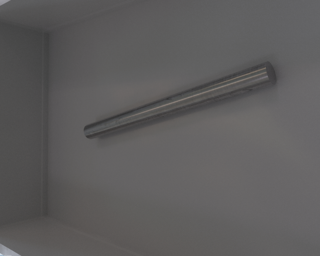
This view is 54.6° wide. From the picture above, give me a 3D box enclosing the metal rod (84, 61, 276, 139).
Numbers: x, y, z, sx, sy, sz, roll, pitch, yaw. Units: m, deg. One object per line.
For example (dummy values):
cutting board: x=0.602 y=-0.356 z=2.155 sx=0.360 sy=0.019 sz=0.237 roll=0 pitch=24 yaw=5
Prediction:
metal rod: x=0.000 y=-0.025 z=0.407 sx=0.299 sy=0.025 sz=0.025 roll=-15 pitch=80 yaw=39
